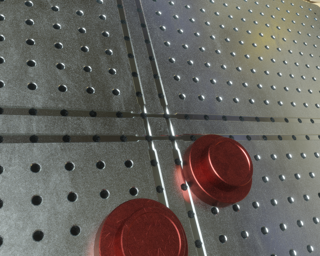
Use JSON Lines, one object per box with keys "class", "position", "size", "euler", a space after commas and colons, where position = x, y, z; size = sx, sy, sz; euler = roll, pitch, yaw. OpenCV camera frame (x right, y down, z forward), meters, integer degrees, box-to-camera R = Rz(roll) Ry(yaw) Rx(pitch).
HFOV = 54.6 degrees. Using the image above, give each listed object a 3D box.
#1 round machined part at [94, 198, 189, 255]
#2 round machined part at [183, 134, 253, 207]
{"class": "round machined part", "position": [-0.014, 0.119, 0.317], "size": [0.099, 0.042, 0.098], "euler": [13, 56, -21]}
{"class": "round machined part", "position": [0.083, 0.051, 0.410], "size": [0.099, 0.042, 0.098], "euler": [13, 56, -21]}
